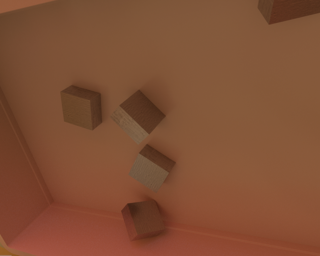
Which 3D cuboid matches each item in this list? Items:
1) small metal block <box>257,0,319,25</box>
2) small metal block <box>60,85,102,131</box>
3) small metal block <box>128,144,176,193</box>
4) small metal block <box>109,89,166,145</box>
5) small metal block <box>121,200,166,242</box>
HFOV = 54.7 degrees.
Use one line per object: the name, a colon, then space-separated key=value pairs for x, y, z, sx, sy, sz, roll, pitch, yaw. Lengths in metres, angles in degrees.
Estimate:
small metal block: x=0.112 y=-0.117 z=0.250 sx=0.050 sy=0.025 sz=0.050 roll=-14 pitch=146 yaw=-1
small metal block: x=-0.114 y=-0.030 z=0.451 sx=0.050 sy=0.025 sz=0.050 roll=17 pitch=125 yaw=18
small metal block: x=-0.012 y=0.060 z=0.452 sx=0.050 sy=0.025 sz=0.050 roll=32 pitch=129 yaw=7
small metal block: x=-0.027 y=-0.015 z=0.398 sx=0.050 sy=0.050 sz=0.025 roll=45 pitch=129 yaw=-3
small metal block: x=-0.026 y=0.143 z=0.482 sx=0.025 sy=0.050 sz=0.050 roll=-54 pitch=48 yaw=39
